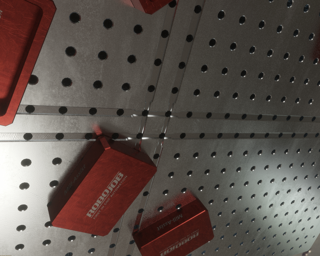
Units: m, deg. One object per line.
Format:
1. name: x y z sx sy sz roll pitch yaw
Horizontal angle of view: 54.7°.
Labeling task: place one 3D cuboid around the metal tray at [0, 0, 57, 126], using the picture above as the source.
1. metal tray: -0.160 -0.072 0.275 0.091 0.030 0.129 17 110 -35

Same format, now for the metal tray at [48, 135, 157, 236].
1. metal tray: -0.077 0.082 0.418 0.090 0.030 0.130 29 102 -38

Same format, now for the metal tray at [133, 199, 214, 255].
1. metal tray: 0.028 0.191 0.544 0.131 0.030 0.090 -26 128 -12

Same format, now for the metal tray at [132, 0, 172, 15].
1. metal tray: -0.009 -0.187 0.288 0.090 0.030 0.130 -36 130 -5
